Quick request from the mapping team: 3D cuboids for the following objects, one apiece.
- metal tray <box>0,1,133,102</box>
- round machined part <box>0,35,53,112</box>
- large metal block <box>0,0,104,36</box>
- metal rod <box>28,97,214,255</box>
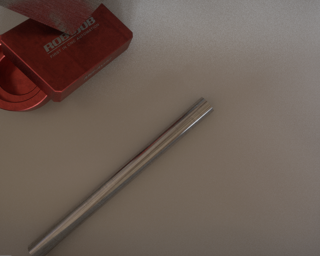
[{"bbox_3d":[-0.108,-0.104,0.378,0.090,0.030,0.131,44,62,-1],"label":"metal tray"},{"bbox_3d":[-0.178,-0.069,0.400,0.099,0.042,0.097,0,90,-1],"label":"round machined part"},{"bbox_3d":[-0.109,-0.151,0.320,0.081,0.080,0.050,16,65,-37],"label":"large metal block"},{"bbox_3d":[-0.051,0.066,0.410,0.300,0.025,0.025,-41,91,-1],"label":"metal rod"}]
